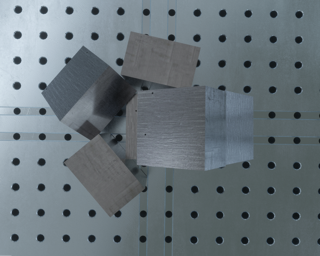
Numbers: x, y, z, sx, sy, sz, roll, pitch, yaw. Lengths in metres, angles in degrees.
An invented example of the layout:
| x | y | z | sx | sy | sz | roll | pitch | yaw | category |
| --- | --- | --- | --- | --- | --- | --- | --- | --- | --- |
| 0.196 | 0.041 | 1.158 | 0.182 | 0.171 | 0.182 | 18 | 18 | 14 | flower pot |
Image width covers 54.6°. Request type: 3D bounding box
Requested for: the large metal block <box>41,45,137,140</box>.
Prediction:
| x | y | z | sx | sy | sz | roll | pitch | yaw | category |
| --- | --- | --- | --- | --- | --- | --- | --- | --- | --- |
| -0.088 | -0.044 | 0.379 | 0.080 | 0.080 | 0.050 | -49 | 134 | 0 | large metal block |

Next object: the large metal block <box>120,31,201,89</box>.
| x | y | z | sx | sy | sz | roll | pitch | yaw | category |
| --- | --- | --- | --- | --- | --- | --- | --- | --- | --- |
| 0.001 | -0.075 | 0.386 | 0.080 | 0.080 | 0.050 | 13 | 90 | 0 | large metal block |

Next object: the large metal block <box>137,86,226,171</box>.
| x | y | z | sx | sy | sz | roll | pitch | yaw | category |
| --- | --- | --- | --- | --- | --- | --- | --- | --- | --- |
| 0.023 | 0.000 | 0.332 | 0.080 | 0.050 | 0.080 | 0 | 89 | 34 | large metal block |

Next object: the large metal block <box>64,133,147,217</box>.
| x | y | z | sx | sy | sz | roll | pitch | yaw | category |
| --- | --- | --- | --- | --- | --- | --- | --- | --- | --- |
| -0.062 | 0.053 | 0.384 | 0.050 | 0.080 | 0.080 | -40 | 91 | 0 | large metal block |

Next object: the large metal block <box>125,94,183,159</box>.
| x | y | z | sx | sy | sz | roll | pitch | yaw | category |
| --- | --- | --- | --- | --- | --- | --- | --- | --- | --- |
| -0.001 | -0.002 | 0.401 | 0.080 | 0.050 | 0.080 | 1 | 90 | 0 | large metal block |

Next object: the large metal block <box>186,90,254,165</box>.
| x | y | z | sx | sy | sz | roll | pitch | yaw | category |
| --- | --- | --- | --- | --- | --- | --- | --- | --- | --- |
| 0.075 | 0.000 | 0.378 | 0.050 | 0.080 | 0.080 | 0 | 89 | 38 | large metal block |
